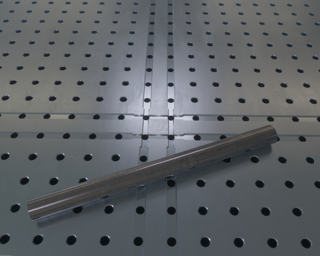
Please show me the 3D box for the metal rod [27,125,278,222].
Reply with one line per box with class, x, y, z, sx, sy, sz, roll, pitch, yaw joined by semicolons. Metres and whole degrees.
metal rod;0.003;0.048;0.367;0.302;0.025;0.025;-16;52;-13
